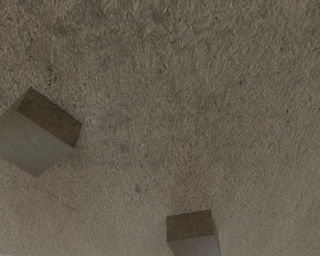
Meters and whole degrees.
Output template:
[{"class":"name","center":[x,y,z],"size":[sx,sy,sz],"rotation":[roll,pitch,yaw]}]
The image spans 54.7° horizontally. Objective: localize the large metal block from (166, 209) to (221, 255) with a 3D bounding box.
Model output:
[{"class":"large metal block","center":[0.061,0.197,0.559],"size":[0.080,0.050,0.080],"rotation":[-12,129,10]}]

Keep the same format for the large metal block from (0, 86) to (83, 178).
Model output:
[{"class":"large metal block","center":[-0.161,0.008,0.396],"size":[0.080,0.050,0.080],"rotation":[-35,122,25]}]
